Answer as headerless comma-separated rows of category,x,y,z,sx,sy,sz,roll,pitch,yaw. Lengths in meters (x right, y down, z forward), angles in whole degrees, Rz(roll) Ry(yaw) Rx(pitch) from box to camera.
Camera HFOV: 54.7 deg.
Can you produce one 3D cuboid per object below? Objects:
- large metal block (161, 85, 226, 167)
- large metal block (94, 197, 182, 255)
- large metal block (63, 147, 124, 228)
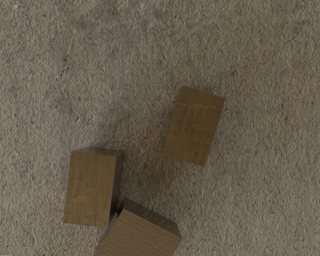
large metal block,0.037,-0.002,0.383,0.050,0.080,0.080,17,90,0
large metal block,-0.030,0.147,0.394,0.080,0.050,0.080,29,90,-6
large metal block,-0.077,0.068,0.382,0.050,0.080,0.080,7,90,0
